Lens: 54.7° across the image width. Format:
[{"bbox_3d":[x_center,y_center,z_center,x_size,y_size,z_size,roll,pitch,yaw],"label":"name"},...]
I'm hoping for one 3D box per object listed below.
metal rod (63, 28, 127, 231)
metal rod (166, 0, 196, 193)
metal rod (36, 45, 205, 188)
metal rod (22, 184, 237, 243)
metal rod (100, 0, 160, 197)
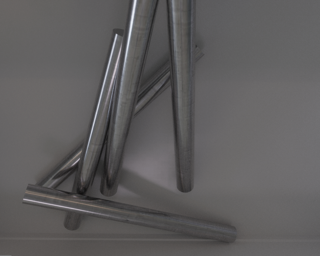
[{"bbox_3d":[-0.084,0.024,0.388,0.025,0.025,0.298,18,121,-7],"label":"metal rod"},{"bbox_3d":[0.026,-0.023,0.339,0.025,0.025,0.298,-4,135,1],"label":"metal rod"},{"bbox_3d":[-0.064,-0.002,0.409,0.300,0.025,0.025,-41,105,13],"label":"metal rod"},{"bbox_3d":[-0.029,0.122,0.429,0.302,0.025,0.025,16,110,-17],"label":"metal rod"},{"bbox_3d":[-0.041,-0.017,0.344,0.025,0.025,0.298,13,133,-5],"label":"metal rod"}]
